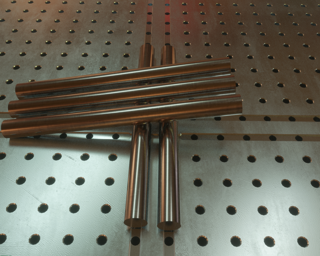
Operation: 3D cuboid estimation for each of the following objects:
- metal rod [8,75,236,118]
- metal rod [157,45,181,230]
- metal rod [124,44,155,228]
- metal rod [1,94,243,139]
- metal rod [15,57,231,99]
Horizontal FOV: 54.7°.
[{"bbox_3d":[-0.053,-0.041,0.415,0.302,0.025,0.025,-6,50,5],"label":"metal rod"},{"bbox_3d":[0.011,-0.013,0.419,0.025,0.025,0.300,1,50,0],"label":"metal rod"},{"bbox_3d":[-0.023,-0.015,0.420,0.025,0.025,0.300,1,50,0],"label":"metal rod"},{"bbox_3d":[-0.051,-0.014,0.391,0.302,0.025,0.025,-6,50,5],"label":"metal rod"},{"bbox_3d":[-0.054,-0.069,0.438,0.302,0.025,0.025,-6,50,4],"label":"metal rod"}]
